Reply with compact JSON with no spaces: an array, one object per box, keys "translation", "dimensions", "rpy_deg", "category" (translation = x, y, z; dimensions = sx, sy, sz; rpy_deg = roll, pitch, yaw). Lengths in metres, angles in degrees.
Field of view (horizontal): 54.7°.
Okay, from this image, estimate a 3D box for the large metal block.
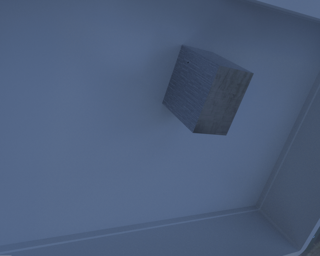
[{"translation":[0.053,-0.047,0.375],"dimensions":[0.050,0.080,0.079],"rpy_deg":[5,116,-31],"category":"large metal block"}]
